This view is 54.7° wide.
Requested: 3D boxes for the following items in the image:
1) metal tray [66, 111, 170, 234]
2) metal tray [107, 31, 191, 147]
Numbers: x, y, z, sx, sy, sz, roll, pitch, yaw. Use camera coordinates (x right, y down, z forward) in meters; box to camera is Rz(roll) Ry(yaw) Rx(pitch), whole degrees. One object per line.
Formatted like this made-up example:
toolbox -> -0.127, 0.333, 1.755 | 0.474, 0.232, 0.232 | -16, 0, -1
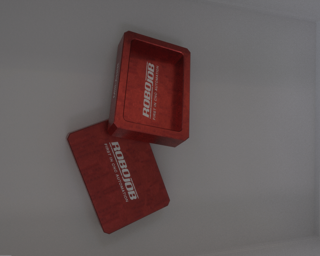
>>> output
metal tray -> -0.051, 0.053, 0.389 | 0.091, 0.030, 0.129 | -22, 97, -19
metal tray -> -0.010, -0.048, 0.380 | 0.091, 0.030, 0.130 | 12, 66, -20
